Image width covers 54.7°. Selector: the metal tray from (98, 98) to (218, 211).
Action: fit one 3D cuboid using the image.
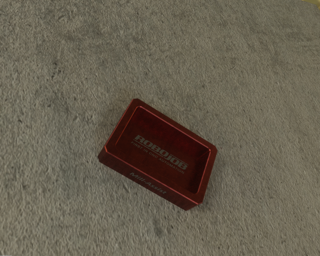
[{"bbox_3d":[0.002,0.032,0.385,0.130,0.030,0.090,31,51,-8],"label":"metal tray"}]
